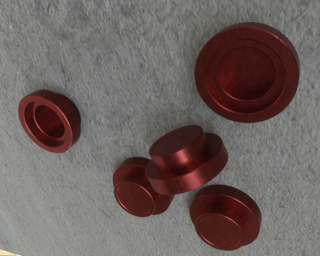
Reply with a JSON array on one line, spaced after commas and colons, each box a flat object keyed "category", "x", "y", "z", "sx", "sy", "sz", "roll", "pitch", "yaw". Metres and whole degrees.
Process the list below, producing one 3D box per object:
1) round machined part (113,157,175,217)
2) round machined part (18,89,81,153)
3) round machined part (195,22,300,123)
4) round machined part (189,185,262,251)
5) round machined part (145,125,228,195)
[{"category": "round machined part", "x": -0.030, "y": 0.096, "z": 0.469, "sx": 0.098, "sy": 0.042, "sz": 0.097, "roll": 13, "pitch": 124, "yaw": 20}, {"category": "round machined part", "x": -0.161, "y": -0.014, "z": 0.470, "sx": 0.098, "sy": 0.042, "sz": 0.097, "roll": 13, "pitch": 124, "yaw": 20}, {"category": "round machined part", "x": 0.088, "y": -0.057, "z": 0.313, "sx": 0.098, "sy": 0.042, "sz": 0.097, "roll": 13, "pitch": 124, "yaw": 20}, {"category": "round machined part", "x": 0.087, "y": 0.130, "z": 0.430, "sx": 0.098, "sy": 0.042, "sz": 0.097, "roll": 13, "pitch": 124, "yaw": 20}, {"category": "round machined part", "x": 0.026, "y": 0.031, "z": 0.364, "sx": 0.098, "sy": 0.098, "sz": 0.042, "roll": -14, "pitch": 111, "yaw": 33}]
